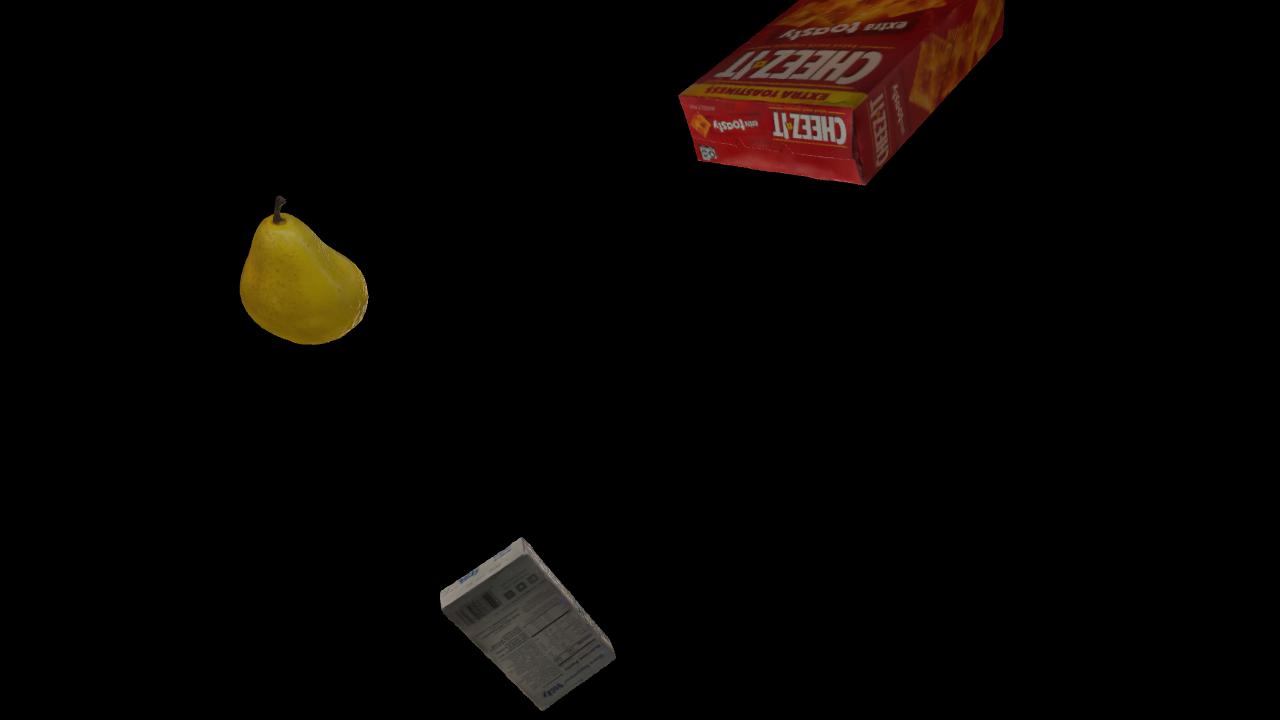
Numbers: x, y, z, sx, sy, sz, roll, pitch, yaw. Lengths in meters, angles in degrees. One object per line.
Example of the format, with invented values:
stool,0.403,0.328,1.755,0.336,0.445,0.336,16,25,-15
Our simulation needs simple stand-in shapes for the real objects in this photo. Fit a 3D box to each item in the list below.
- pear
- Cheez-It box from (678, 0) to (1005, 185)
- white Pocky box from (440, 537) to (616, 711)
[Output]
pear,-0.233,-0.062,0.410,0.080,0.080,0.111,0,-40,3
Cheez-It box,0.166,-0.242,0.507,0.223,0.071,0.166,-45,44,-19
white Pocky box,-0.092,0.230,0.530,0.084,0.154,0.028,-33,26,-5
